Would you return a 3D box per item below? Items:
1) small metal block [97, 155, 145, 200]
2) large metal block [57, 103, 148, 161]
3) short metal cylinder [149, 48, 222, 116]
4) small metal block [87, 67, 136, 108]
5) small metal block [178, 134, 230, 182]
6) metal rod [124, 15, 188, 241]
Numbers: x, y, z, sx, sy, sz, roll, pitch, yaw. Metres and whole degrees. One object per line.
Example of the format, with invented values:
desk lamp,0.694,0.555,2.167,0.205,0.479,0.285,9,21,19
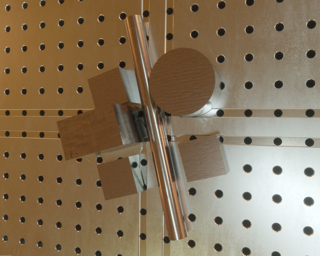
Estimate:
small metal block,-0.054,0.069,0.431,0.050,0.025,0.050,-16,85,19
large metal block,-0.072,0.005,0.406,0.080,0.080,0.050,-16,85,19
short metal cylinder,0.033,-0.054,0.387,0.080,0.050,0.079,0,90,19
small metal block,-0.068,-0.052,0.435,0.050,0.025,0.050,-18,84,18
small metal block,0.055,0.038,0.392,0.050,0.025,0.050,-15,85,19
metal rod,-0.006,-0.004,0.413,0.025,0.025,0.298,-13,86,19
